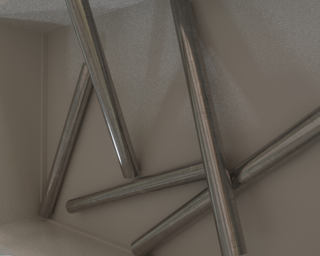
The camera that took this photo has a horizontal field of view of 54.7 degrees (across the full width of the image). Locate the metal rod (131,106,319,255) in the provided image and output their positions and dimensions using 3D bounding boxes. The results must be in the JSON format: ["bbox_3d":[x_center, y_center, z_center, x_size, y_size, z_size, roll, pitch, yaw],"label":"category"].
[{"bbox_3d":[0.062,0.078,0.355,0.299,0.025,0.025,-44,64,31],"label":"metal rod"}]

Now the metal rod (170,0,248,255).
[{"bbox_3d":[0.049,-0.018,0.344,0.025,0.025,0.299,-23,69,38],"label":"metal rod"}]

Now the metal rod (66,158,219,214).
[{"bbox_3d":[-0.041,0.088,0.440,0.299,0.025,0.025,-23,76,37],"label":"metal rod"}]

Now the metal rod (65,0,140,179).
[{"bbox_3d":[-0.075,-0.068,0.386,0.025,0.025,0.298,6,120,40],"label":"metal rod"}]

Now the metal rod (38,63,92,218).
[{"bbox_3d":[-0.165,0.031,0.543,0.025,0.025,0.298,35,111,34],"label":"metal rod"}]
